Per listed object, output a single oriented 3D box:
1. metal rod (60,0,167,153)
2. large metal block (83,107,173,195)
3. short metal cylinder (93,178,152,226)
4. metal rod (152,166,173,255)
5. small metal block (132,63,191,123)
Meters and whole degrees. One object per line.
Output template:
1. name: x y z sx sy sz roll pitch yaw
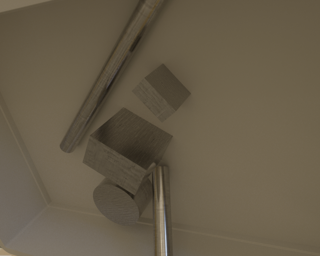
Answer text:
1. metal rod: -0.075 -0.057 0.410 0.025 0.025 0.298 41 129 0
2. large metal block: -0.041 0.028 0.410 0.080 0.080 0.050 31 128 8
3. short metal cylinder: -0.057 0.105 0.486 0.080 0.050 0.079 13 124 20
4. metal rod: 0.006 0.197 0.391 0.025 0.299 0.025 -2 157 -1
5. small metal block: 0.003 -0.042 0.364 0.050 0.050 0.025 46 129 -5
